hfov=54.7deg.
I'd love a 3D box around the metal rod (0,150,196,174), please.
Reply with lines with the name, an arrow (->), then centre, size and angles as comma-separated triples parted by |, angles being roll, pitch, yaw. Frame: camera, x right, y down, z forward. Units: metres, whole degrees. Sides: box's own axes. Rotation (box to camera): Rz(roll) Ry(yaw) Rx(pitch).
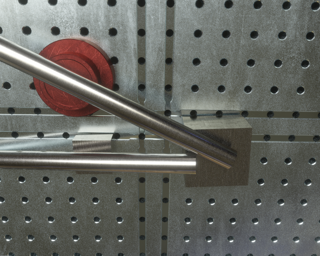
metal rod -> -0.105, 0.043, 0.398 | 0.301, 0.025, 0.025 | 0, 111, 10

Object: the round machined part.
round machined part -> -0.107, -0.059, 0.381 | 0.099, 0.042, 0.097 | 0, 110, -1

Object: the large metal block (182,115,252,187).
large metal block -> 0.072, 0.029, 0.409 | 0.081, 0.050, 0.079 | -2, 110, 0

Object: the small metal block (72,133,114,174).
small metal block -> -0.090, 0.035, 0.426 | 0.050, 0.025, 0.050 | 0, 110, -1

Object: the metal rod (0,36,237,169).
metal rod -> -0.050, -0.027, 0.351 | 0.301, 0.025, 0.025 | 26, 108, -7
